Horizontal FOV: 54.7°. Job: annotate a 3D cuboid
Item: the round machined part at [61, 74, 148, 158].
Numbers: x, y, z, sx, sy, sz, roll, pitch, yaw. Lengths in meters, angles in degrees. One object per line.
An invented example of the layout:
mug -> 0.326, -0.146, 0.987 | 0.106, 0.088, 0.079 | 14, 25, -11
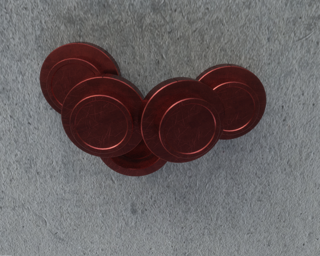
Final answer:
round machined part -> -0.063, -0.010, 0.352 | 0.099, 0.042, 0.097 | 0, 110, -1

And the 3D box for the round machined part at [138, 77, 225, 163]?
round machined part -> 0.027, -0.005, 0.345 | 0.099, 0.042, 0.097 | -5, 109, -13

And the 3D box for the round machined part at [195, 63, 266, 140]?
round machined part -> 0.086, -0.030, 0.392 | 0.099, 0.042, 0.097 | 0, 110, -1

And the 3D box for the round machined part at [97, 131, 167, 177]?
round machined part -> -0.032, 0.011, 0.405 | 0.099, 0.042, 0.097 | 0, 110, -1

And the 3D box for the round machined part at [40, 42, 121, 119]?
round machined part -> -0.098, -0.054, 0.380 | 0.099, 0.042, 0.097 | 0, 110, -1
